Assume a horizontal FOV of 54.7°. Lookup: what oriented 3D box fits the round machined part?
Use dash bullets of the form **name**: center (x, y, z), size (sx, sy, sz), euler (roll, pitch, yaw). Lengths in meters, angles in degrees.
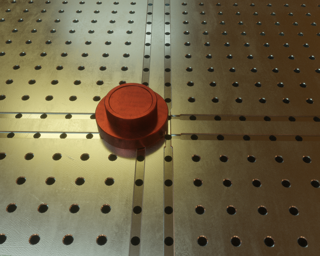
- **round machined part**: center (-0.038, -0.023, 0.416), size (0.099, 0.042, 0.098), euler (0, 50, 0)
